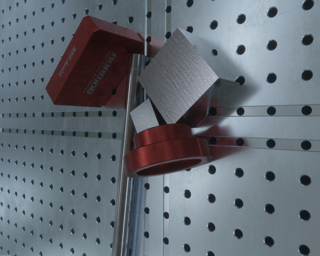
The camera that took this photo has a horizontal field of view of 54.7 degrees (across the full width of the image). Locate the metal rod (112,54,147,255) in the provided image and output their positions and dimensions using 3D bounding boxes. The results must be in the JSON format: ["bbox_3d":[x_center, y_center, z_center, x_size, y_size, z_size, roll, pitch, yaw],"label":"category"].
[{"bbox_3d":[-0.045,0.046,0.444,0.025,0.025,0.298,9,96,39],"label":"metal rod"}]

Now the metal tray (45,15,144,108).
[{"bbox_3d":[-0.093,-0.087,0.440,0.129,0.091,0.030,-50,61,28],"label":"metal tray"}]

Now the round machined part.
[{"bbox_3d":[0.007,0.025,0.355,0.098,0.099,0.042,-24,70,37],"label":"round machined part"}]

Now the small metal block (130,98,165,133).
[{"bbox_3d":[-0.009,-0.008,0.404,0.050,0.025,0.050,-31,76,50],"label":"small metal block"}]

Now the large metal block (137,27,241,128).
[{"bbox_3d":[0.032,-0.056,0.366,0.080,0.050,0.080,-47,62,29],"label":"large metal block"}]
